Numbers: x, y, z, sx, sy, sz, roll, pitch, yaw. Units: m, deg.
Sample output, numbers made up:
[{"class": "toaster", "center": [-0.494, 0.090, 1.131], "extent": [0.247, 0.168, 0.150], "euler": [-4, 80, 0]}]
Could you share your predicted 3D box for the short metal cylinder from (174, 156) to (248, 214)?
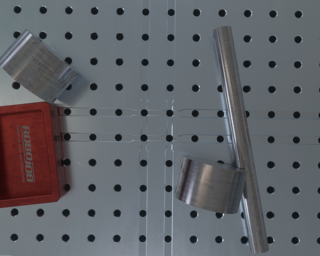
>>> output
[{"class": "short metal cylinder", "center": [0.063, 0.069, 0.386], "extent": [0.080, 0.080, 0.050], "euler": [13, 90, 0]}]

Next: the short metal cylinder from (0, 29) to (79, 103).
[{"class": "short metal cylinder", "center": [-0.149, -0.076, 0.385], "extent": [0.080, 0.080, 0.050], "euler": [41, 90, 0]}]

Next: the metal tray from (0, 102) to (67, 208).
[{"class": "metal tray", "center": [-0.179, 0.034, 0.409], "extent": [0.091, 0.030, 0.129], "euler": [-6, 90, 0]}]

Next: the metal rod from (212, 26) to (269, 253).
[{"class": "metal rod", "center": [0.108, 0.015, 0.413], "extent": [0.025, 0.025, 0.298], "euler": [-10, 90, 0]}]
